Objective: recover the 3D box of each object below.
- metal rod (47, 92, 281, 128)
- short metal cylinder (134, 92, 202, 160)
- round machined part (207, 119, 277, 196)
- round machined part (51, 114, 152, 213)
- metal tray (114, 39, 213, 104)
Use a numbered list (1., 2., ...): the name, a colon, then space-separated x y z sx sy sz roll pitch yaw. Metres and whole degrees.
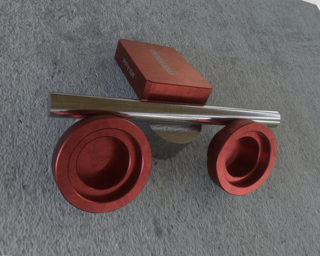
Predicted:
1. metal rod: 0.027 -0.018 0.369 0.303 0.025 0.025 2 61 -28
2. short metal cylinder: 0.006 -0.005 0.398 0.081 0.050 0.080 14 56 -21
3. round machined part: 0.102 0.035 0.407 0.099 0.042 0.097 -8 108 -26
4. round machined part: -0.061 0.034 0.321 0.099 0.042 0.097 -6 103 -28
5. metal tray: 0.000 -0.075 0.415 0.091 0.030 0.130 2 35 -28
